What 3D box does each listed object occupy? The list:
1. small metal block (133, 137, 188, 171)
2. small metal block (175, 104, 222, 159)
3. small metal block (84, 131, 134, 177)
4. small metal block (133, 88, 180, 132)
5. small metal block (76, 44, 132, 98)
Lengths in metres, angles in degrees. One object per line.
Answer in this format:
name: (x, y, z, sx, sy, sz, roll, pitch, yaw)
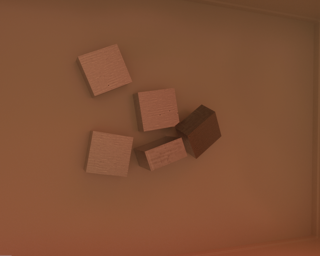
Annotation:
small metal block: (-0.001, 0.031, 0.398, 0.050, 0.050, 0.025, -20, 97, -19)
small metal block: (0.053, 0.005, 0.419, 0.050, 0.025, 0.050, -40, 136, -16)
small metal block: (-0.065, 0.032, 0.387, 0.050, 0.025, 0.050, 10, 87, -20)
small metal block: (-0.005, -0.024, 0.410, 0.050, 0.025, 0.050, -10, 94, -20)
small metal block: (-0.070, -0.071, 0.385, 0.050, 0.025, 0.050, -24, 98, -19)
